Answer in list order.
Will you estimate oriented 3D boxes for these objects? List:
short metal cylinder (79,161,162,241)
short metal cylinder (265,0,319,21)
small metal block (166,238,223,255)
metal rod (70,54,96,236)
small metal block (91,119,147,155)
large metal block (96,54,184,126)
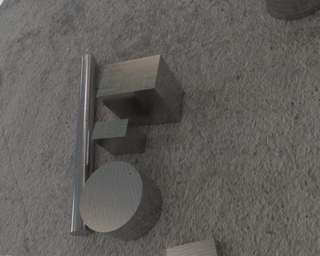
[{"bbox_3d":[-0.045,0.085,0.359,0.080,0.050,0.080,-13,56,21],"label":"short metal cylinder"},{"bbox_3d":[0.179,-0.191,0.411,0.080,0.050,0.080,-13,56,21],"label":"short metal cylinder"},{"bbox_3d":[0.037,0.139,0.299,0.050,0.025,0.050,-20,54,16],"label":"small metal block"},{"bbox_3d":[-0.110,0.004,0.459,0.025,0.025,0.299,-19,54,17],"label":"metal rod"},{"bbox_3d":[-0.053,0.013,0.407,0.050,0.050,0.025,-6,60,25],"label":"small metal block"},{"bbox_3d":[-0.022,-0.045,0.408,0.080,0.080,0.050,-5,60,25],"label":"large metal block"}]
